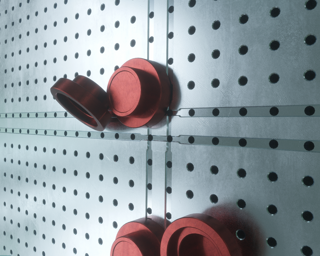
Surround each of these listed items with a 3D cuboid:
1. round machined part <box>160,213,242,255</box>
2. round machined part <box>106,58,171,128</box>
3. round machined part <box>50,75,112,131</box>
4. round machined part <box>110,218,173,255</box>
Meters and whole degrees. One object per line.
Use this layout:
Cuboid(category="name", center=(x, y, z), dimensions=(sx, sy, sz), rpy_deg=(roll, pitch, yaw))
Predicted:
Cuboid(category="round machined part", center=(0.051, 0.147, 0.357), dimensions=(0.098, 0.042, 0.097), rpy_deg=(0, 90, 40))
Cuboid(category="round machined part", center=(-0.036, -0.049, 0.429), dimensions=(0.098, 0.042, 0.097), rpy_deg=(0, 90, 40))
Cuboid(category="round machined part", center=(-0.112, -0.042, 0.469), dimensions=(0.098, 0.098, 0.042), rpy_deg=(20, 65, 38))
Cuboid(category="round machined part", center=(-0.031, 0.178, 0.425), dimensions=(0.098, 0.042, 0.097), rpy_deg=(0, 90, 40))
